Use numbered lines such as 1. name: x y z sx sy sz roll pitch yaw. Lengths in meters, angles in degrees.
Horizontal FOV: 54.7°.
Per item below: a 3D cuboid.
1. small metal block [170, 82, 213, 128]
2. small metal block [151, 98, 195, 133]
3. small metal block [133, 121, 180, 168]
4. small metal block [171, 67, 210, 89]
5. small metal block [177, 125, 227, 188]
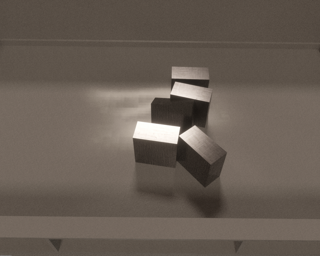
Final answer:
1. small metal block: 0.041 -0.031 0.415 0.050 0.050 0.025 13 51 10
2. small metal block: 0.016 -0.010 0.390 0.050 0.050 0.025 4 24 10
3. small metal block: -0.004 0.021 0.371 0.050 0.050 0.025 8 51 6
4. small metal block: 0.041 -0.059 0.439 0.050 0.050 0.025 2 50 1
5. small metal block: 0.047 0.034 0.361 0.025 0.050 0.050 -32 58 -25
